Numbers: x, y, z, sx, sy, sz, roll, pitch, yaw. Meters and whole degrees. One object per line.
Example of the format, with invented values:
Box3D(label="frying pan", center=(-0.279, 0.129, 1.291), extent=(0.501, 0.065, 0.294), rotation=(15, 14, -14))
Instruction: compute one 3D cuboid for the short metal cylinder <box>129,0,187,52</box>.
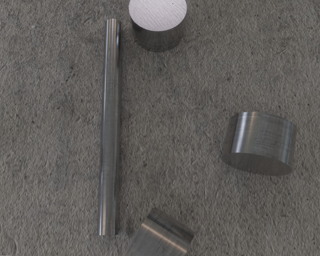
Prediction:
Box3D(label="short metal cylinder", center=(-0.003, -0.159, 0.453), extent=(0.081, 0.050, 0.080), rotation=(0, 70, 0))

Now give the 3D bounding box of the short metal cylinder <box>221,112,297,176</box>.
Box3D(label="short metal cylinder", center=(0.119, 0.021, 0.372), extent=(0.080, 0.080, 0.050), rotation=(14, 71, 5))

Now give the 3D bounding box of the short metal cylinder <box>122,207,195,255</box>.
Box3D(label="short metal cylinder", center=(-0.005, 0.132, 0.331), extent=(0.050, 0.080, 0.080), rotation=(31, 73, 10))

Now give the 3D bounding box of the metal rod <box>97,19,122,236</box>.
Box3D(label="metal rod", center=(-0.065, -0.015, 0.413), extent=(0.025, 0.025, 0.299), rotation=(-1, 70, -1))
